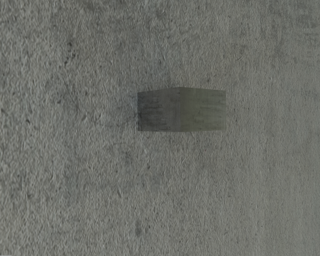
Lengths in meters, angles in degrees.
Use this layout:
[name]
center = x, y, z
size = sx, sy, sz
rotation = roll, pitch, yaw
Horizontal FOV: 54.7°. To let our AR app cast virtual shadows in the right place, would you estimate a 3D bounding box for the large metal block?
[large metal block]
center = 0.027, -0.022, 0.395
size = 0.081, 0.080, 0.050
rotation = -2, 92, -40
